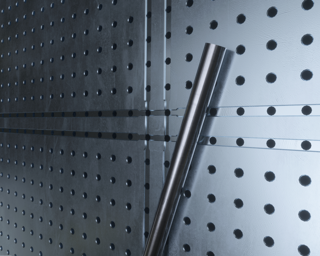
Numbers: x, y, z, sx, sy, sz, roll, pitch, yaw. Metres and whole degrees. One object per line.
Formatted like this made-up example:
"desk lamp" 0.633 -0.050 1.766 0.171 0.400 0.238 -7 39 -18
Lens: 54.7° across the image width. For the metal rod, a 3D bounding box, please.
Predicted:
"metal rod" 0.025 0.046 0.387 0.025 0.025 0.298 25 106 37
